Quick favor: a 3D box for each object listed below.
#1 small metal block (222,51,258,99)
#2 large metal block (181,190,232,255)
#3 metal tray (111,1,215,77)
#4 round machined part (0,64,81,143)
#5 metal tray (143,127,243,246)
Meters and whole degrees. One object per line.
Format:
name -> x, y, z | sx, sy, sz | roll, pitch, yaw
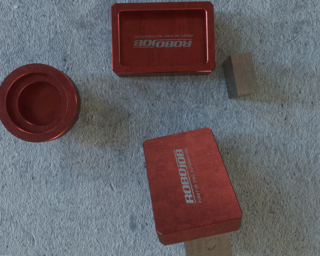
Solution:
small metal block -> 0.102, -0.066, 0.398 | 0.025, 0.050, 0.050 | -10, 90, 0
large metal block -> 0.052, 0.123, 0.383 | 0.050, 0.080, 0.080 | -9, 90, 0
metal tray -> 0.004, -0.115, 0.407 | 0.131, 0.030, 0.089 | -1, 90, 0
round machined part -> -0.151, -0.031, 0.400 | 0.099, 0.042, 0.097 | 0, 90, 0
metal tray -> 0.033, 0.063, 0.367 | 0.091, 0.030, 0.130 | -12, 47, 0
